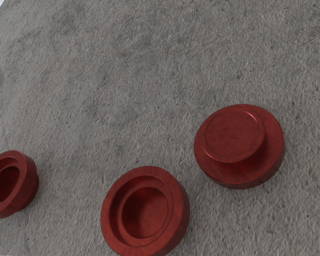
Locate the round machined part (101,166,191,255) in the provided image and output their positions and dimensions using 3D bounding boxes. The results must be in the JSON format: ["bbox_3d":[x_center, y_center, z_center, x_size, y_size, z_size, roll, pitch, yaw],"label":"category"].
[{"bbox_3d":[-0.012,0.095,0.342,0.098,0.042,0.098,-13,56,21],"label":"round machined part"}]

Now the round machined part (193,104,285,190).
[{"bbox_3d":[0.083,0.014,0.341,0.098,0.042,0.098,-13,56,21],"label":"round machined part"}]

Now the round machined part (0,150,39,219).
[{"bbox_3d":[-0.220,0.085,0.457,0.098,0.042,0.098,-13,56,21],"label":"round machined part"}]
